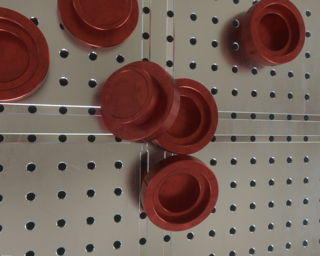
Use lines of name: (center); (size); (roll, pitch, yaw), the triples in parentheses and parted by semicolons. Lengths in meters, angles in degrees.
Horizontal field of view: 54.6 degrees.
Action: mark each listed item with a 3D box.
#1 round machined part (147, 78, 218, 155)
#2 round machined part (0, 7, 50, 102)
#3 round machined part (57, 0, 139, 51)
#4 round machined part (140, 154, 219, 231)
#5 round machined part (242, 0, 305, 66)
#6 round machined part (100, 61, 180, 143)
round machined part: (0.024, -0.015, 0.412); (0.099, 0.042, 0.097); (0, 90, -20)
round machined part: (-0.173, -0.077, 0.340); (0.099, 0.042, 0.097); (0, 90, -20)
round machined part: (-0.073, -0.147, 0.376); (0.099, 0.042, 0.097); (0, 90, -20)
round machined part: (0.022, 0.080, 0.403); (0.099, 0.042, 0.097); (-4, 106, -15)
round machined part: (0.163, -0.141, 0.463); (0.099, 0.042, 0.097); (0, 90, -20)
round machined part: (-0.030, -0.034, 0.362); (0.042, 0.098, 0.098); (27, 78, -62)
